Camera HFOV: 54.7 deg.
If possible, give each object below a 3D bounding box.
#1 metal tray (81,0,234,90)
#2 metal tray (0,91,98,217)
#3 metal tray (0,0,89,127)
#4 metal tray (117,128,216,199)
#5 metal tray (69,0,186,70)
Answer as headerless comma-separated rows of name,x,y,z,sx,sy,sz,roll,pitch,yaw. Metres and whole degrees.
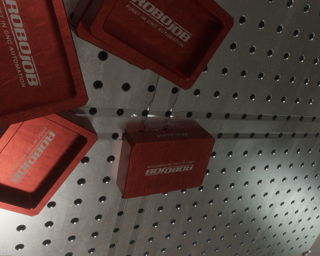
metal tray,0.003,-0.104,0.306,0.131,0.030,0.090,24,105,-37
metal tray,-0.145,0.033,0.349,0.090,0.030,0.130,33,100,-39
metal tray,-0.125,-0.073,0.273,0.091,0.030,0.129,-17,110,-19
metal tray,0.009,0.049,0.445,0.131,0.030,0.089,-3,120,-27
metal tray,-0.021,-0.135,0.313,0.091,0.030,0.129,21,107,-37
